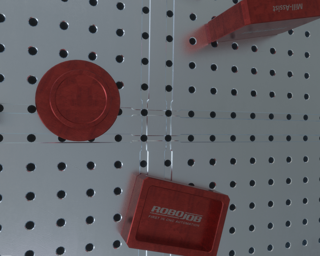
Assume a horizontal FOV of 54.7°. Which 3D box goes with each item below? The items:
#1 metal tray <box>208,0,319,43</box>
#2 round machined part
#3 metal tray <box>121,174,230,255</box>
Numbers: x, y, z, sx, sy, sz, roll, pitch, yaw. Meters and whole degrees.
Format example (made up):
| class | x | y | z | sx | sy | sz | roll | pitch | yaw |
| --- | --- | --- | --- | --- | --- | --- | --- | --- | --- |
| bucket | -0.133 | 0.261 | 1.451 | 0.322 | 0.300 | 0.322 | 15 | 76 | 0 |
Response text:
| class | x | y | z | sx | sy | sz | roll | pitch | yaw |
| --- | --- | --- | --- | --- | --- | --- | --- | --- | --- |
| metal tray | 0.146 | -0.152 | 0.431 | 0.131 | 0.090 | 0.030 | -13 | 95 | -20 |
| round machined part | -0.095 | -0.033 | 0.368 | 0.099 | 0.042 | 0.097 | 0 | 90 | -20 |
| metal tray | 0.023 | 0.120 | 0.418 | 0.131 | 0.030 | 0.090 | 17 | 84 | -19 |
